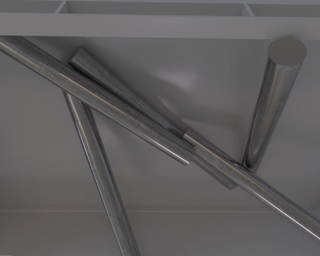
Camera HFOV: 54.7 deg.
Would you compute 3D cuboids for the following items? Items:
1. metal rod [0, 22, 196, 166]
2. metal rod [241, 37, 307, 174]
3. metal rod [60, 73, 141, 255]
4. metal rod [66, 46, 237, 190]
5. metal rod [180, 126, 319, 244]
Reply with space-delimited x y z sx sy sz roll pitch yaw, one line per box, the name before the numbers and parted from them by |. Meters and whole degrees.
metal rod | -0.085 -0.043 0.338 0.301 0.025 0.025 33 123 -16
metal rod | 0.109 0.011 0.343 0.025 0.025 0.299 -8 154 6
metal rod | -0.068 0.074 0.398 0.025 0.025 0.298 -13 107 10
metal rod | 0.009 0.002 0.410 0.025 0.025 0.301 -36 122 26
metal rod | 0.152 0.095 0.404 0.301 0.025 0.025 36 124 -3
